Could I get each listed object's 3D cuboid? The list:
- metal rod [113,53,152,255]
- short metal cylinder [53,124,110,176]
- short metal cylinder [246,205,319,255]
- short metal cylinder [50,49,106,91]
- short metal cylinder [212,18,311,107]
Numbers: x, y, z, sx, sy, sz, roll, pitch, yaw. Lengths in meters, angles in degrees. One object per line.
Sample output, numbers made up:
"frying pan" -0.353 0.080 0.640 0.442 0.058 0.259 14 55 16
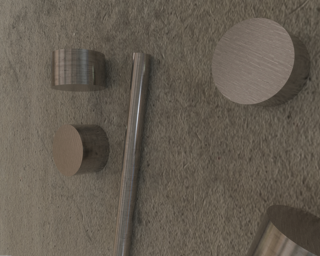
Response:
"metal rod" -0.041 0.046 0.438 0.025 0.025 0.298 11 97 39
"short metal cylinder" -0.126 0.034 0.493 0.080 0.050 0.080 0 90 40
"short metal cylinder" 0.122 0.111 0.268 0.080 0.081 0.050 29 108 36
"short metal cylinder" -0.124 -0.085 0.471 0.080 0.081 0.050 -2 89 40
"short metal cylinder" 0.099 -0.062 0.307 0.080 0.050 0.080 0 90 40
